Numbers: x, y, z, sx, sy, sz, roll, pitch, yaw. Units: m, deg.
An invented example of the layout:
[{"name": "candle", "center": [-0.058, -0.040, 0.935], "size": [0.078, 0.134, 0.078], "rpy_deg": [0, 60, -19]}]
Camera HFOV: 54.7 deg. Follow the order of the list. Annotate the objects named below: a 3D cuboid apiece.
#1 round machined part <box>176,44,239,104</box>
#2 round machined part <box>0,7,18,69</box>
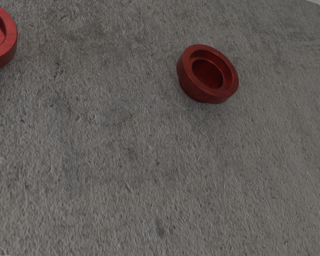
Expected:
[{"name": "round machined part", "center": [0.069, -0.077, 0.477], "size": [0.099, 0.042, 0.098], "rpy_deg": [14, 56, -21]}, {"name": "round machined part", "center": [-0.211, -0.096, 0.338], "size": [0.099, 0.042, 0.098], "rpy_deg": [14, 56, -21]}]
